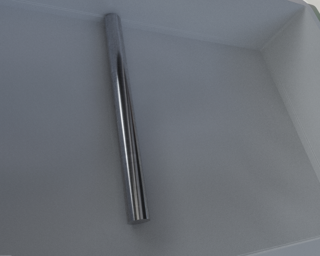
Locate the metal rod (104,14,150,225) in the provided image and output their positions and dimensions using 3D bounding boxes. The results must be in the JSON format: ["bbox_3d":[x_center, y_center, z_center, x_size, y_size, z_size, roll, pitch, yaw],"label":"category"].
[{"bbox_3d":[-0.047,-0.031,0.399,0.025,0.025,0.299,4,60,-27],"label":"metal rod"}]
